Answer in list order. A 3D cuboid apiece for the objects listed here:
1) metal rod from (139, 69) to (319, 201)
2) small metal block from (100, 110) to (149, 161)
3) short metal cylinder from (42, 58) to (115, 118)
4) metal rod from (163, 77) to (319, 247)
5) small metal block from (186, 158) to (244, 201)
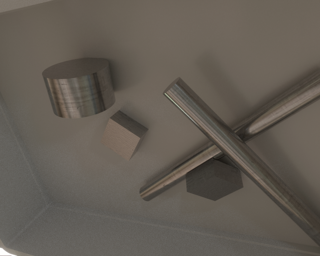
[{"bbox_3d":[0.069,0.028,0.388,0.025,0.025,0.299,47,129,-5],"label":"metal rod"},{"bbox_3d":[-0.051,0.011,0.441,0.050,0.025,0.050,33,129,6],"label":"small metal block"},{"bbox_3d":[-0.101,-0.053,0.392,0.080,0.080,0.050,8,122,24],"label":"short metal cylinder"},{"bbox_3d":[0.119,0.056,0.355,0.300,0.025,0.025,43,129,-12],"label":"metal rod"},{"bbox_3d":[0.069,0.068,0.399,0.050,0.025,0.050,24,136,-29],"label":"small metal block"}]
